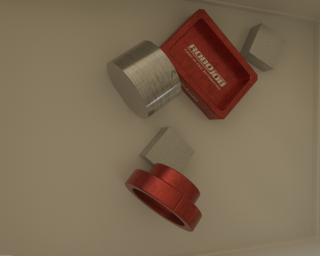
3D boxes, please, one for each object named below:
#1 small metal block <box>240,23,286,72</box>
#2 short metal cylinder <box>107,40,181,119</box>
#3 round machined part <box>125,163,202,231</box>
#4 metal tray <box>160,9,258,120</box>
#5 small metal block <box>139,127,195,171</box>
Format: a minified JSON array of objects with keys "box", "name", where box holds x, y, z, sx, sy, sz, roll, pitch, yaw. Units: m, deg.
[{"box":[0.156,-0.121,0.470,0.050,0.025,0.050,28,81,-18],"name":"small metal block"},{"box":[-0.020,-0.058,0.375,0.050,0.080,0.080,-37,102,-16],"name":"short metal cylinder"},{"box":[0.009,0.079,0.377,0.098,0.098,0.042,43,69,-16],"name":"round machined part"},{"box":[0.066,-0.086,0.433,0.130,0.030,0.090,46,76,-15],"name":"metal tray"},{"box":[0.010,0.034,0.415,0.050,0.025,0.050,44,75,-15],"name":"small metal block"}]
